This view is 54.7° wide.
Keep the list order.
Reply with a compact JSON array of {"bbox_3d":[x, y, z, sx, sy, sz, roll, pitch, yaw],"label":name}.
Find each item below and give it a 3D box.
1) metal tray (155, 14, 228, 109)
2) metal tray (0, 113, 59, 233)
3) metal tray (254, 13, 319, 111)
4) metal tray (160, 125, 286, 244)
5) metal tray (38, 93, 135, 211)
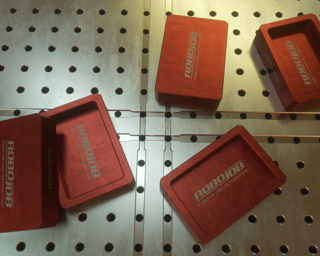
[{"bbox_3d":[0.046,-0.097,0.445,0.091,0.030,0.130,8,70,2],"label":"metal tray"},{"bbox_3d":[-0.169,0.054,0.366,0.090,0.030,0.129,-11,75,15],"label":"metal tray"},{"bbox_3d":[0.203,-0.097,0.446,0.091,0.030,0.130,-15,71,-6],"label":"metal tray"},{"bbox_3d":[0.076,0.068,0.385,0.131,0.030,0.090,-33,74,-12],"label":"metal tray"},{"bbox_3d":[-0.096,0.029,0.397,0.091,0.030,0.130,-21,72,-8],"label":"metal tray"}]
